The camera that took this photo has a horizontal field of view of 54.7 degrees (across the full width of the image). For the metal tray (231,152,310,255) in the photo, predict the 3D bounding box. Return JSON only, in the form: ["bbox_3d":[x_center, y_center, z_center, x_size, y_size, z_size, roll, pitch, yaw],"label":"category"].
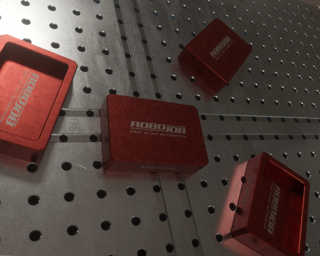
[{"bbox_3d":[0.156,0.108,0.425,0.090,0.030,0.130,33,51,-7],"label":"metal tray"}]

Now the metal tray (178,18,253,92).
[{"bbox_3d":[0.100,-0.131,0.541,0.090,0.030,0.131,41,51,-1],"label":"metal tray"}]

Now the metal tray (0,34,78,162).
[{"bbox_3d":[-0.155,-0.036,0.343,0.091,0.030,0.130,20,54,-17],"label":"metal tray"}]

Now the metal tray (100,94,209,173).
[{"bbox_3d":[-0.007,0.009,0.397,0.131,0.030,0.090,6,59,-26],"label":"metal tray"}]
